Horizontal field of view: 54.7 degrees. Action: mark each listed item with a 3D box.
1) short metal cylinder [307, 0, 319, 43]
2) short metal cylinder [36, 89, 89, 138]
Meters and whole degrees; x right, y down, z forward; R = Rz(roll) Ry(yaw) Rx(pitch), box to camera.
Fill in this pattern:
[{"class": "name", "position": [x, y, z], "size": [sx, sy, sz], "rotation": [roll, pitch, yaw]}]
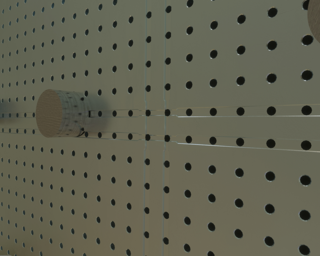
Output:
[{"class": "short metal cylinder", "position": [0.170, -0.095, 0.252], "size": [0.080, 0.050, 0.079], "rotation": [0, 90, 39]}, {"class": "short metal cylinder", "position": [-0.167, -0.024, 0.528], "size": [0.080, 0.050, 0.079], "rotation": [0, 90, 39]}]
